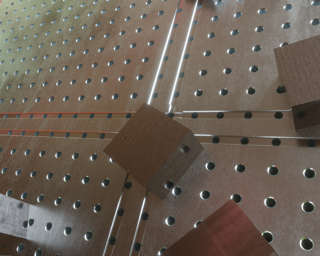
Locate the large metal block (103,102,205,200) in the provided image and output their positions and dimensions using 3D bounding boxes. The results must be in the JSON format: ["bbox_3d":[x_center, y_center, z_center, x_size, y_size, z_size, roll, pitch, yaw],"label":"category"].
[{"bbox_3d":[-0.008,0.027,0.379,0.080,0.050,0.080,34,80,38],"label":"large metal block"}]

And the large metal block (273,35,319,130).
[{"bbox_3d":[0.176,-0.053,0.332,0.080,0.050,0.080,-15,56,19],"label":"large metal block"}]

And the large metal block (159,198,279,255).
[{"bbox_3d":[0.057,0.117,0.271,0.080,0.080,0.050,-39,51,2],"label":"large metal block"}]

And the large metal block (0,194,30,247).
[{"bbox_3d":[-0.240,0.127,0.418,0.080,0.080,0.050,-21,54,15],"label":"large metal block"}]
